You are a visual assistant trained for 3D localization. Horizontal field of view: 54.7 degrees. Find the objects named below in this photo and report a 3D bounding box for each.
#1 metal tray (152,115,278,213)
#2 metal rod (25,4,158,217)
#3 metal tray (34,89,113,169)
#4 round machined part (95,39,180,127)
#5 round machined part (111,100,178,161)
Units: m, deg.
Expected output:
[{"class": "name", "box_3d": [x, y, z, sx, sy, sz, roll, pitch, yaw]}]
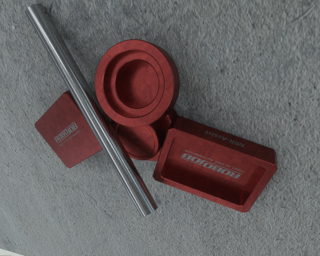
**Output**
[{"class": "metal tray", "box_3d": [0.064, 0.047, 0.386, 0.131, 0.030, 0.089, 20, 127, 3]}, {"class": "metal rod", "box_3d": [-0.088, -0.023, 0.397, 0.025, 0.025, 0.299, -31, 89, 38]}, {"class": "metal tray", "box_3d": [-0.127, 0.003, 0.460, 0.130, 0.030, 0.090, -29, 100, 46]}, {"class": "round machined part", "box_3d": [-0.023, -0.051, 0.364, 0.098, 0.042, 0.097, 3, 98, 21]}, {"class": "round machined part", "box_3d": [-0.024, 0.004, 0.413, 0.098, 0.042, 0.097, 13, 124, 21]}]
